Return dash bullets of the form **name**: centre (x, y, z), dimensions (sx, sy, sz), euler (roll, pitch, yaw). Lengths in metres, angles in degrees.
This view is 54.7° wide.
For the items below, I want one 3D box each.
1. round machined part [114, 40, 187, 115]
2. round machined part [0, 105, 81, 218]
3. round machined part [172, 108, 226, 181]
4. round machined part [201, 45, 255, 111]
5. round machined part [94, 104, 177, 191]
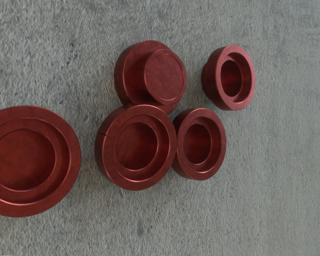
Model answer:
- **round machined part**: centre (-0.004, -0.062, 0.390), dimensions (0.099, 0.042, 0.097), euler (0, 90, -40)
- **round machined part**: centre (-0.128, 0.029, 0.286), dimensions (0.099, 0.042, 0.097), euler (0, 90, -40)
- **round machined part**: centre (0.045, 0.022, 0.431), dimensions (0.099, 0.042, 0.097), euler (0, 90, -40)
- **round machined part**: centre (0.101, -0.075, 0.478), dimensions (0.099, 0.042, 0.097), euler (0, 90, -40)
- **round machined part**: centre (-0.032, 0.020, 0.362), dimensions (0.099, 0.042, 0.097), euler (-7, 101, -36)
